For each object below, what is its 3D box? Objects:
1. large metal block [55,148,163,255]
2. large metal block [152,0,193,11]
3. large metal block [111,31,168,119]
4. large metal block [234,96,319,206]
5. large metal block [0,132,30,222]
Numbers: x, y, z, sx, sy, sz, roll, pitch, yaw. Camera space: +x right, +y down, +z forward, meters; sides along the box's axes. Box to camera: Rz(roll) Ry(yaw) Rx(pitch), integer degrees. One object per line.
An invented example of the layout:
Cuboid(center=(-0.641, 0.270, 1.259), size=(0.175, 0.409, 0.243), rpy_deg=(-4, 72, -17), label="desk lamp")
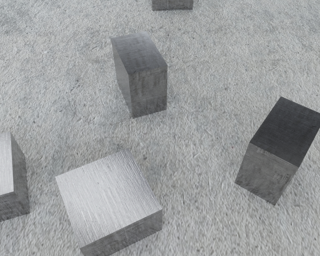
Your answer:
Cuboid(center=(-0.052, 0.079, 0.320), size=(0.081, 0.050, 0.080), rpy_deg=(-21, 53, -17), label="large metal block")
Cuboid(center=(0.023, -0.281, 0.623), size=(0.081, 0.050, 0.080), rpy_deg=(-2, 50, -2), label="large metal block")
Cuboid(center=(-0.028, -0.073, 0.429), size=(0.050, 0.080, 0.080), rpy_deg=(-16, 52, -13), label="large metal block")
Cuboid(center=(0.132, 0.026, 0.346), size=(0.050, 0.080, 0.080), rpy_deg=(29, 56, 22), label="large metal block")
Cuboid(center=(-0.194, 0.059, 0.336), size=(0.081, 0.050, 0.080), rpy_deg=(-15, 52, -12), label="large metal block")
